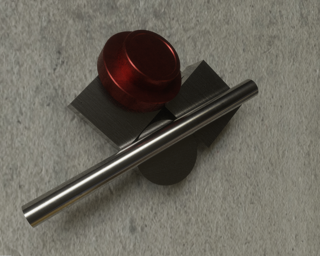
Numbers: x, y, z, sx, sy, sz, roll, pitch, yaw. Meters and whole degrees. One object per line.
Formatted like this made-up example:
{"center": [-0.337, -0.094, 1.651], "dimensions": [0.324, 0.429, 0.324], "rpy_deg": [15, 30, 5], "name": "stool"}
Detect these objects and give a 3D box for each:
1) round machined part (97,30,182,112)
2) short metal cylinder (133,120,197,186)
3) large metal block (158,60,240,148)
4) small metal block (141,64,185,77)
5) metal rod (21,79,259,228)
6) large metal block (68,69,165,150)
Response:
{"center": [-0.016, -0.070, 0.349], "dimensions": [0.099, 0.042, 0.098], "rpy_deg": [15, 57, -25], "name": "round machined part"}
{"center": [0.000, 0.030, 0.397], "dimensions": [0.081, 0.050, 0.079], "rpy_deg": [0, 90, -21], "name": "short metal cylinder"}
{"center": [0.050, -0.031, 0.417], "dimensions": [0.080, 0.050, 0.080], "rpy_deg": [43, 76, -15], "name": "large metal block"}
{"center": [-0.005, -0.069, 0.408], "dimensions": [0.050, 0.025, 0.050], "rpy_deg": [45, 76, -15], "name": "small metal block"}
{"center": [-0.007, 0.018, 0.355], "dimensions": [0.302, 0.025, 0.025], "rpy_deg": [-29, 100, -18], "name": "metal rod"}
{"center": [-0.052, -0.029, 0.377], "dimensions": [0.080, 0.050, 0.080], "rpy_deg": [44, 76, -15], "name": "large metal block"}
